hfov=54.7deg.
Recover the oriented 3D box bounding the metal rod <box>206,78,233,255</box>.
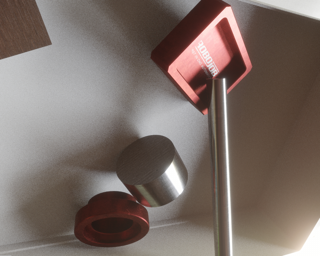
[{"bbox_3d":[0.082,0.084,0.415,0.025,0.025,0.298,-10,103,-24],"label":"metal rod"}]

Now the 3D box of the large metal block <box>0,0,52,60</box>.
[{"bbox_3d":[-0.146,-0.101,0.251,0.081,0.050,0.080,-22,127,-15],"label":"large metal block"}]

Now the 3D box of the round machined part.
[{"bbox_3d":[-0.065,0.122,0.425,0.099,0.042,0.097,-5,136,-4],"label":"round machined part"}]

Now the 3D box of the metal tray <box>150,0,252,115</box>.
[{"bbox_3d":[0.055,-0.077,0.364,0.090,0.030,0.130,-46,148,4],"label":"metal tray"}]

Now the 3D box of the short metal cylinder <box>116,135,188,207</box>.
[{"bbox_3d":[-0.010,0.055,0.403,0.080,0.080,0.050,-34,129,-7],"label":"short metal cylinder"}]
